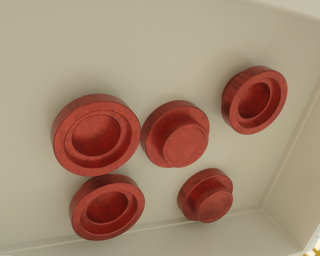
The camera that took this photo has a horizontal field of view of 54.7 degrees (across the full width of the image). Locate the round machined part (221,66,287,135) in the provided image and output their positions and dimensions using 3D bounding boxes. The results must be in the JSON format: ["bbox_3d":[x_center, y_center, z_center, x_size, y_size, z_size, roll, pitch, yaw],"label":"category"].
[{"bbox_3d":[0.128,-0.042,0.441,0.099,0.042,0.097,-14,124,-21],"label":"round machined part"}]

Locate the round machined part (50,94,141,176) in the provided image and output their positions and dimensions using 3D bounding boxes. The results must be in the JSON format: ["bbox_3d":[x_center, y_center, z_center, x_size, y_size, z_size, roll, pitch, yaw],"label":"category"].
[{"bbox_3d":[-0.076,0.005,0.359,0.099,0.042,0.097,-14,124,-21],"label":"round machined part"}]

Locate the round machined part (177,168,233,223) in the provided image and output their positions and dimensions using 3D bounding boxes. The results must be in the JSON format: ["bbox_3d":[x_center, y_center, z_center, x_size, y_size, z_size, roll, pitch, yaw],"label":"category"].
[{"bbox_3d":[0.082,0.119,0.516,0.099,0.042,0.097,-14,124,-21],"label":"round machined part"}]

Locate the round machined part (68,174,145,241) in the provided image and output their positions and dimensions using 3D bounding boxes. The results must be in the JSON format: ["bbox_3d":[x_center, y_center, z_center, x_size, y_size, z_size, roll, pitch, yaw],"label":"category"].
[{"bbox_3d":[-0.074,0.102,0.420,0.099,0.042,0.097,-14,124,-21],"label":"round machined part"}]

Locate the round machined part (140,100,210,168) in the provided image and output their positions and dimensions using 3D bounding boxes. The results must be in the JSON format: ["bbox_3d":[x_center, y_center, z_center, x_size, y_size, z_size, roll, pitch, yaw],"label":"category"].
[{"bbox_3d":[0.026,0.015,0.421,0.099,0.042,0.097,-14,124,-21],"label":"round machined part"}]
